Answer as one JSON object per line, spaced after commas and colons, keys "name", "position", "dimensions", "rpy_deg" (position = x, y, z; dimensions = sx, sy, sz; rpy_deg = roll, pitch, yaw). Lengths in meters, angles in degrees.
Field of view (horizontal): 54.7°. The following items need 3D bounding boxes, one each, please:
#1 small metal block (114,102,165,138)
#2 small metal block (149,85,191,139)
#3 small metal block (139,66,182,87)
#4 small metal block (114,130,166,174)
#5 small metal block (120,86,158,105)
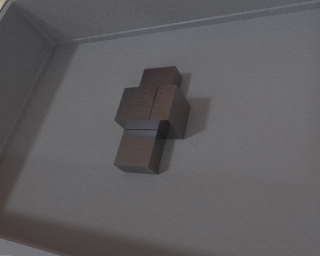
{"name": "small metal block", "position": [-0.022, -0.009, 0.405], "dimensions": [0.050, 0.050, 0.025], "rpy_deg": [0, 62, 28]}
{"name": "small metal block", "position": [0.014, -0.019, 0.392], "dimensions": [0.025, 0.050, 0.050], "rpy_deg": [0, 62, 28]}
{"name": "small metal block", "position": [-0.001, -0.058, 0.440], "dimensions": [0.050, 0.025, 0.050], "rpy_deg": [0, 62, 28]}
{"name": "small metal block", "position": [-0.026, 0.030, 0.398], "dimensions": [0.050, 0.025, 0.050], "rpy_deg": [0, 62, 28]}
{"name": "small metal block", "position": [-0.017, -0.031, 0.415], "dimensions": [0.050, 0.050, 0.025], "rpy_deg": [0, 62, 28]}
